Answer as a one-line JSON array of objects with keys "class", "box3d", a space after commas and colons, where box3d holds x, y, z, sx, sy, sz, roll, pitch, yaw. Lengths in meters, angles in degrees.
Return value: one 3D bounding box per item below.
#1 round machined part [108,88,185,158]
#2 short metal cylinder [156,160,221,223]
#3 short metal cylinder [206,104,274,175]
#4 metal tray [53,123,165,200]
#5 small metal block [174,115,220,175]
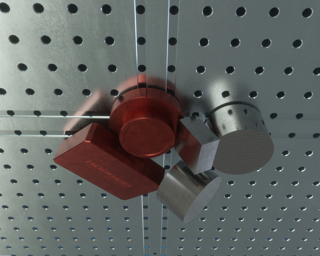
[{"class": "round machined part", "box3d": [-0.016, 0.001, 0.395, 0.099, 0.042, 0.097, 0, 130, 0]}, {"class": "short metal cylinder", "box3d": [0.041, 0.086, 0.436, 0.050, 0.081, 0.079, 37, 135, 26]}, {"class": "short metal cylinder", "box3d": [0.101, 0.016, 0.405, 0.081, 0.050, 0.079, 0, 130, 0]}, {"class": "metal tray", "box3d": [-0.069, 0.053, 0.433, 0.130, 0.030, 0.090, 37, 136, -28]}, {"class": "small metal block", "box3d": [0.044, 0.020, 0.384, 0.025, 0.050, 0.050, -15, 134, -25]}]
